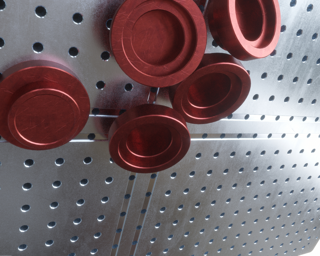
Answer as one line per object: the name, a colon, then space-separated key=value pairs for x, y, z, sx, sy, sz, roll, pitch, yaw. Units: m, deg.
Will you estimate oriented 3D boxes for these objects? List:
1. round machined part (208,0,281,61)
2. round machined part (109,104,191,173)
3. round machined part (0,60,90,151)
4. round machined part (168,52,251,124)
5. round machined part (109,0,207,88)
round machined part: x=0.093 y=-0.125 z=0.355 sx=0.099 sy=0.042 sz=0.097 roll=0 pitch=91 yaw=-39
round machined part: x=-0.014 y=0.009 z=0.385 sx=0.099 sy=0.042 sz=0.097 roll=-6 pitch=132 yaw=-7
round machined part: x=-0.122 y=-0.017 z=0.323 sx=0.099 sy=0.042 sz=0.097 roll=-14 pitch=124 yaw=-21
round machined part: x=0.058 y=-0.053 z=0.386 sx=0.099 sy=0.042 sz=0.098 roll=-10 pitch=139 yaw=-9
round machined part: x=-0.004 y=-0.095 z=0.328 sx=0.099 sy=0.042 sz=0.097 roll=-4 pitch=110 yaw=-12
